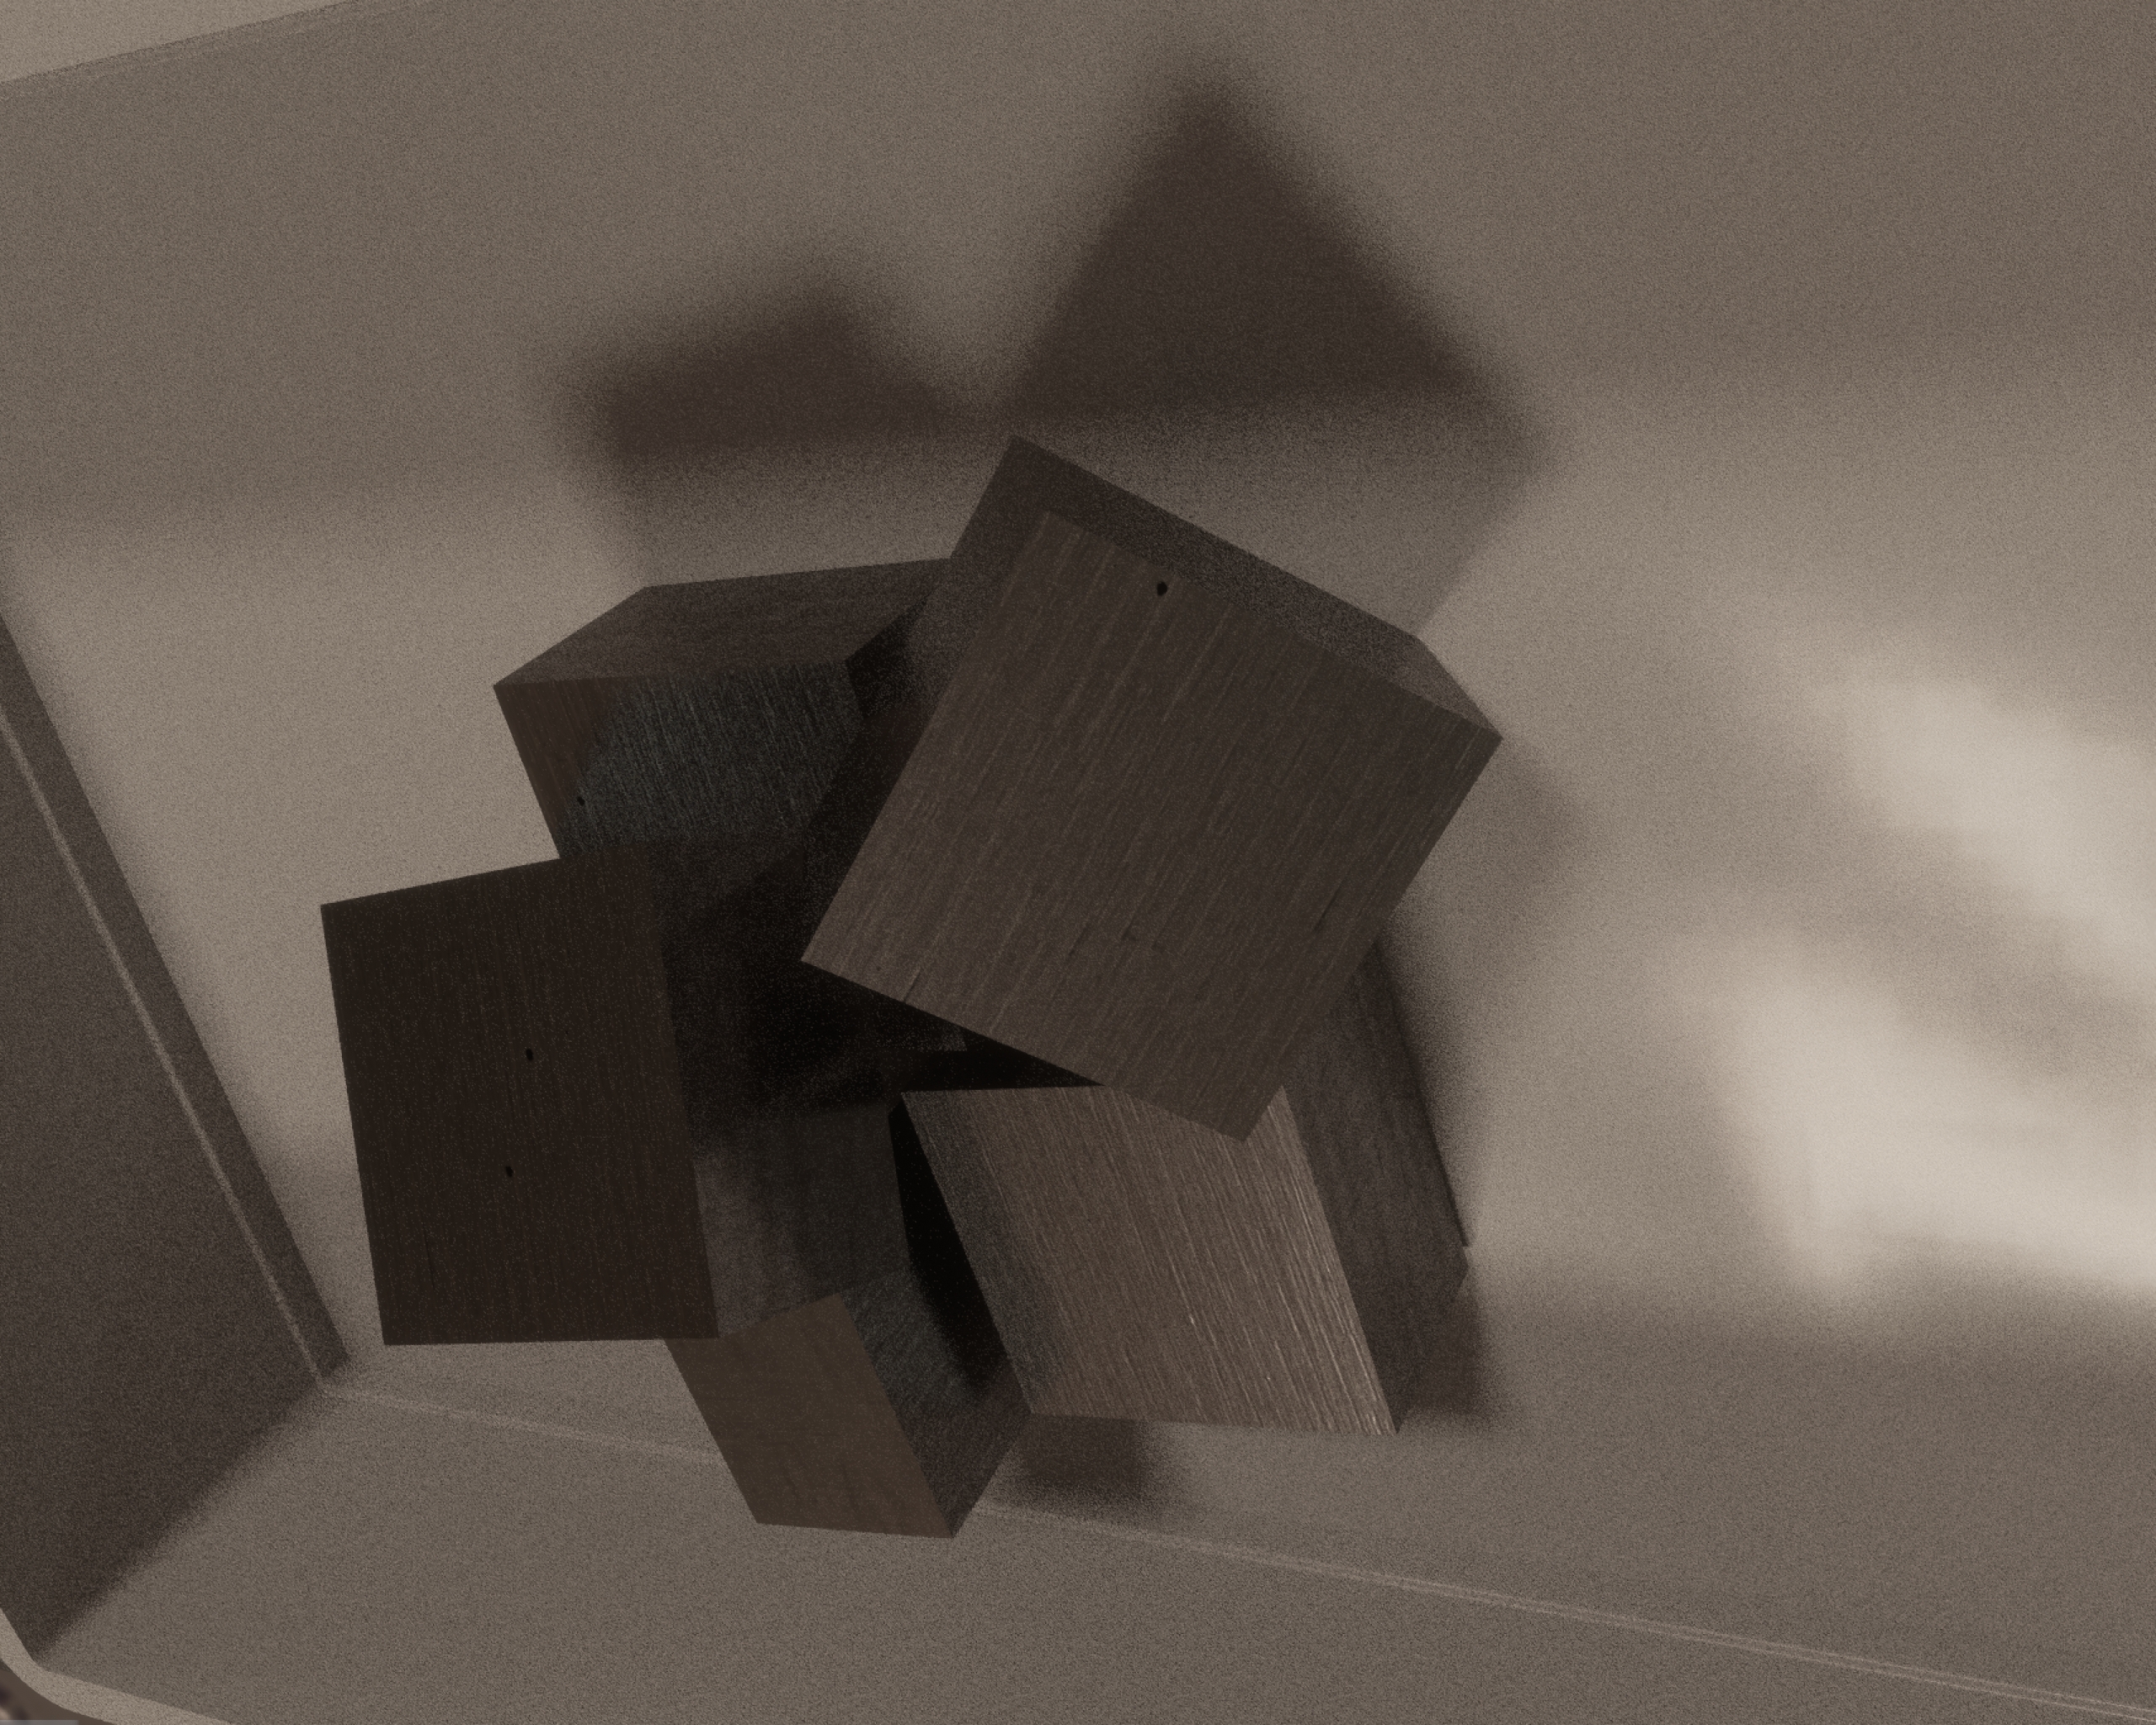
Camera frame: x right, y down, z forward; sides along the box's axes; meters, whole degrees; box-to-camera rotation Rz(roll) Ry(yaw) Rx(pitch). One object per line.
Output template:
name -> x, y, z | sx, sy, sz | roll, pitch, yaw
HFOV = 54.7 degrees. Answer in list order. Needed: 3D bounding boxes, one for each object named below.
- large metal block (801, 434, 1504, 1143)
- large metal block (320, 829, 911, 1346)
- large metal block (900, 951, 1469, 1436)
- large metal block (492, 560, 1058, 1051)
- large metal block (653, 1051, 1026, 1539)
large metal block -> 0.009, -0.012, 0.344 | 0.080, 0.050, 0.080 | 24, 109, -17
large metal block -> -0.083, 0.040, 0.373 | 0.080, 0.050, 0.080 | -10, 88, 32
large metal block -> 0.023, 0.064, 0.414 | 0.080, 0.050, 0.080 | -5, 116, 30
large metal block -> -0.055, -0.011, 0.412 | 0.080, 0.050, 0.080 | -1, 118, 28
large metal block -> -0.043, 0.083, 0.443 | 0.050, 0.080, 0.080 | -7, 115, 31
